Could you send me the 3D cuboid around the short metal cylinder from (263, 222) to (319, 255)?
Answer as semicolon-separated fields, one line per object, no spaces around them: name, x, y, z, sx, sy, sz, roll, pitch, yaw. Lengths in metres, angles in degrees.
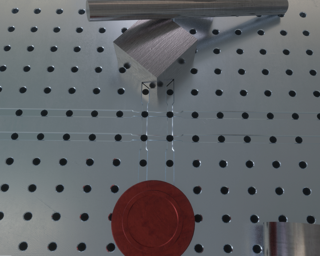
short metal cylinder;0.154;0.132;0.335;0.080;0.080;0.050;6;70;2

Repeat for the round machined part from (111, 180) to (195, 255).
round machined part;-0.008;0.110;0.362;0.099;0.042;0.098;0;70;0

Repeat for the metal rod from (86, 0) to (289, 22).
metal rod;0.052;-0.167;0.432;0.303;0.025;0.025;-9;70;-20

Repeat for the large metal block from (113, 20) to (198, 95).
large metal block;-0.006;-0.109;0.438;0.080;0.050;0.080;41;75;13

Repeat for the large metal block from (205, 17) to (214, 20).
large metal block;0.047;-0.213;0.460;0.080;0.080;0.050;8;70;3
